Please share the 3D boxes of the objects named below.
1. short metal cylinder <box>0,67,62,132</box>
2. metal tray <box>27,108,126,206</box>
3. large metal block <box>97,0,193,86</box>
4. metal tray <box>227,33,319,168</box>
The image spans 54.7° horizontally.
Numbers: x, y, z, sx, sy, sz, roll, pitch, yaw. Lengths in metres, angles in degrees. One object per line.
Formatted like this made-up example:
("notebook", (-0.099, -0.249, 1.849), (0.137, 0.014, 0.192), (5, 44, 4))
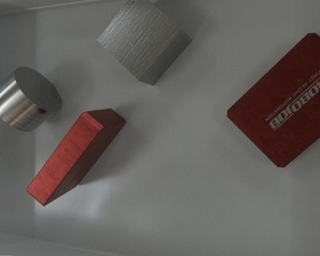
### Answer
("short metal cylinder", (-0.190, -0.041, 0.447), (0.050, 0.080, 0.080), (-36, 79, 16))
("metal tray", (-0.107, 0.035, 0.410), (0.030, 0.090, 0.130), (40, 103, 6))
("large metal block", (-0.019, -0.114, 0.403), (0.080, 0.050, 0.080), (45, 104, 14))
("metal tray", (0.154, -0.030, 0.353), (0.130, 0.030, 0.090), (-45, 76, 14))
